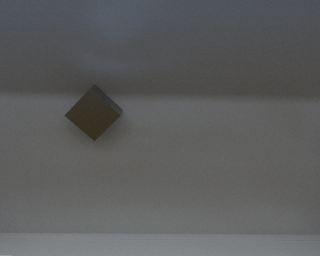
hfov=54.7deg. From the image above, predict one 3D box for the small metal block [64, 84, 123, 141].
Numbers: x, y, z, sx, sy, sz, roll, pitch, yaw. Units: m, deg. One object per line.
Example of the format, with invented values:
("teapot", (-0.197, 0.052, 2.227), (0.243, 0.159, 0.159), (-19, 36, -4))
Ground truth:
("small metal block", (-0.085, -0.020, 0.403), (0.050, 0.025, 0.050), (-43, 105, 14))
